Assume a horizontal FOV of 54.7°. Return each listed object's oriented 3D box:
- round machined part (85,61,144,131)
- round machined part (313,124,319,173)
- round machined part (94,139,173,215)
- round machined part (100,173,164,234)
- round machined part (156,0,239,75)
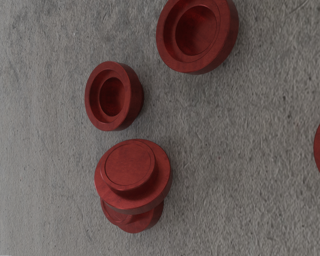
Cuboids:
[{"bbox_3d":[-0.061,-0.044,0.445,0.098,0.042,0.097,0,90,40],"label":"round machined part"},{"bbox_3d":[0.176,0.018,0.249,0.098,0.042,0.097,0,90,40],"label":"round machined part"},{"bbox_3d":[-0.035,0.054,0.388,0.098,0.042,0.098,-5,55,8],"label":"round machined part"},{"bbox_3d":[-0.046,0.098,0.432,0.098,0.042,0.097,0,90,40],"label":"round machined part"},{"bbox_3d":[0.046,-0.110,0.356,0.098,0.042,0.097,0,90,40],"label":"round machined part"}]
